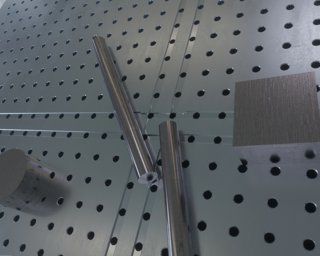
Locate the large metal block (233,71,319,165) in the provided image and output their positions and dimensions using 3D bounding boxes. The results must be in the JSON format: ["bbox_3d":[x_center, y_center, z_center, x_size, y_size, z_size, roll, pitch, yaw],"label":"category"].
[{"bbox_3d":[0.125,-0.008,0.331,0.080,0.050,0.080,-5,59,25],"label":"large metal block"}]

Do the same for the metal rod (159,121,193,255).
[{"bbox_3d":[0.021,0.123,0.322,0.025,0.025,0.299,-17,55,18],"label":"metal rod"}]

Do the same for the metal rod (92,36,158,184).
[{"bbox_3d":[-0.063,-0.047,0.470,0.025,0.025,0.300,-31,52,8],"label":"metal rod"}]

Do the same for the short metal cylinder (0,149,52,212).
[{"bbox_3d":[-0.208,0.077,0.454,0.080,0.050,0.080,-13,56,21],"label":"short metal cylinder"}]
